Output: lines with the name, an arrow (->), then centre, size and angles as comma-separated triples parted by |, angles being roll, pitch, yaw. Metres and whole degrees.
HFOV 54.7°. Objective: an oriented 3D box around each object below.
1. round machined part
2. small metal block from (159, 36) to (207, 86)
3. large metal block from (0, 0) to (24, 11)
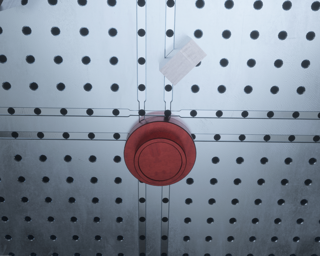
round machined part -> 0.000, 0.037, 0.418 | 0.099, 0.042, 0.097 | 0, 110, -1
small metal block -> 0.026, -0.082, 0.370 | 0.050, 0.050, 0.025 | -43, 105, 14
large metal block -> -0.173, -0.184, 0.321 | 0.080, 0.050, 0.080 | 39, 118, -13
